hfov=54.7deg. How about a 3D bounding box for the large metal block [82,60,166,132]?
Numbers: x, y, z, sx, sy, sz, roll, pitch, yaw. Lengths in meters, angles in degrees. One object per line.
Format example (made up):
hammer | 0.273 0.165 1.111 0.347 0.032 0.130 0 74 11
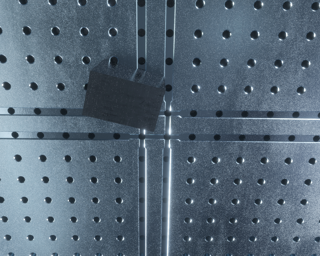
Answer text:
large metal block | -0.039 -0.041 0.368 0.081 0.080 0.050 14 110 -6
